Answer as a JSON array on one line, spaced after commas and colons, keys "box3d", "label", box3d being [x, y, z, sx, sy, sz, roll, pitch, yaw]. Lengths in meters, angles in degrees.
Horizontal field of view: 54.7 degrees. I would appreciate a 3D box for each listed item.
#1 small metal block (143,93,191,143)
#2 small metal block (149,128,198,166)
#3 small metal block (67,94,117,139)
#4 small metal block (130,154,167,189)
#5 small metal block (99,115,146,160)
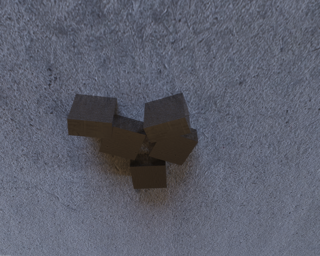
[{"box3d": [0.009, -0.013, 0.380, 0.050, 0.050, 0.025, -15, 129, 12], "label": "small metal block"}, {"box3d": [0.017, 0.020, 0.425, 0.050, 0.025, 0.050, 18, 128, -15], "label": "small metal block"}, {"box3d": [-0.081, -0.015, 0.377, 0.050, 0.050, 0.025, 6, 130, -5], "label": "small metal block"}, {"box3d": [-0.016, 0.065, 0.462, 0.050, 0.025, 0.050, -3, 130, 2], "label": "small metal block"}, {"box3d": [-0.050, 0.012, 0.417, 0.050, 0.025, 0.050, 15, 129, -13], "label": "small metal block"}]
